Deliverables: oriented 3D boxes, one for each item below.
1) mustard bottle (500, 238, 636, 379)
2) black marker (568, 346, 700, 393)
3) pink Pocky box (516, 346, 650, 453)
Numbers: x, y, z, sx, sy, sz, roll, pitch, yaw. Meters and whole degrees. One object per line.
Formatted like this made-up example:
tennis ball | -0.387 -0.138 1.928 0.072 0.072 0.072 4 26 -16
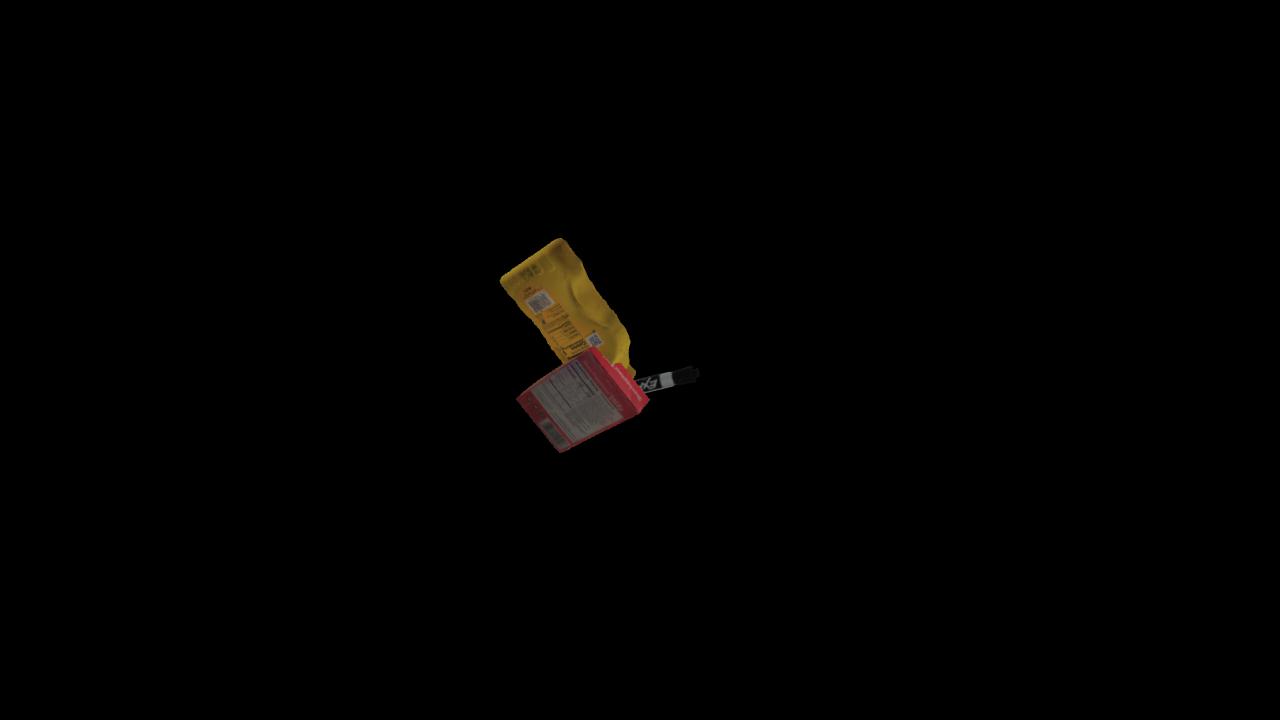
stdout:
mustard bottle | -0.060 -0.029 0.634 0.092 0.184 0.054 -24 18 36
black marker | 0.008 0.028 0.681 0.121 0.020 0.020 -14 -4 18
pink Pocky box | -0.066 0.043 0.669 0.155 0.084 0.029 -31 10 45
